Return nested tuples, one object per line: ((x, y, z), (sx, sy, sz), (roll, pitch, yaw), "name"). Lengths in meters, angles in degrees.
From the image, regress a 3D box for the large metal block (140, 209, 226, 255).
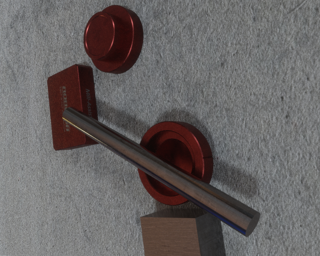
((0.028, 0.140, 0.364), (0.080, 0.050, 0.080), (-12, 82, 39), "large metal block")

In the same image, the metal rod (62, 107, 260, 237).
((-0.024, 0.034, 0.368), (0.300, 0.025, 0.025), (26, 106, 36), "metal rod")

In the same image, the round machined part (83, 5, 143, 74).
((-0.074, -0.131, 0.453), (0.098, 0.042, 0.097), (0, 90, 39), "round machined part")

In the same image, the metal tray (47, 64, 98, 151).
((-0.147, -0.032, 0.520), (0.090, 0.030, 0.129), (-12, 82, 39), "metal tray")

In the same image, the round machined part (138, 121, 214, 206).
((0.022, 0.041, 0.374), (0.098, 0.042, 0.097), (0, 90, 39), "round machined part")
